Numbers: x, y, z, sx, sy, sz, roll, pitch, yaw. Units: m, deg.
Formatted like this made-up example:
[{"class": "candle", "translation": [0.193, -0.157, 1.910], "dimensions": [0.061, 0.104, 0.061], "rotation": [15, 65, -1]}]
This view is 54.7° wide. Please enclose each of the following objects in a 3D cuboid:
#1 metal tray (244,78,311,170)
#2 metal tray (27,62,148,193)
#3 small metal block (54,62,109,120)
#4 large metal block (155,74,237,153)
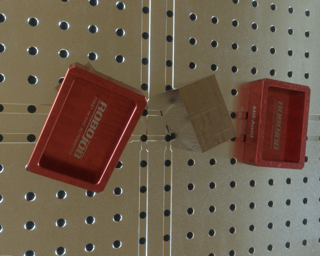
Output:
[{"class": "metal tray", "translation": [0.181, -0.005, 0.476], "dimensions": [0.091, 0.030, 0.129], "rotation": [6, 88, -20]}, {"class": "metal tray", "translation": [-0.083, 0.002, 0.355], "dimensions": [0.091, 0.030, 0.129], "rotation": [23, 103, -19]}, {"class": "small metal block", "translation": [-0.092, -0.044, 0.379], "dimensions": [0.050, 0.025, 0.050], "rotation": [-42, 104, -15]}, {"class": "large metal block", "translation": [0.043, -0.018, 0.399], "dimensions": [0.050, 0.080, 0.080], "rotation": [-24, 98, -18]}]
